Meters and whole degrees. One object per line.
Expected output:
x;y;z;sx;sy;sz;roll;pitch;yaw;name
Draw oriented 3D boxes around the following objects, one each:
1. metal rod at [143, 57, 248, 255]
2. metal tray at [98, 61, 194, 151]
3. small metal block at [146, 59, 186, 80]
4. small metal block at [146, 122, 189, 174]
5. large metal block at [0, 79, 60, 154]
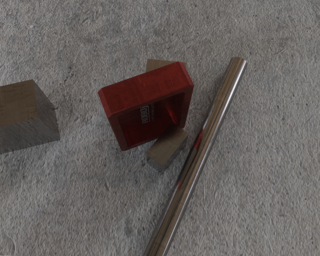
0.050;0.033;0.396;0.025;0.025;0.300;24;71;8;metal rod
-0.014;-0.018;0.359;0.091;0.130;0.030;-21;72;-8;metal tray
0.007;-0.067;0.420;0.050;0.050;0.025;6;70;2;small metal block
0.009;0.026;0.385;0.025;0.050;0.050;37;74;12;small metal block
-0.178;-0.011;0.381;0.081;0.080;0.050;-14;71;-5;large metal block
